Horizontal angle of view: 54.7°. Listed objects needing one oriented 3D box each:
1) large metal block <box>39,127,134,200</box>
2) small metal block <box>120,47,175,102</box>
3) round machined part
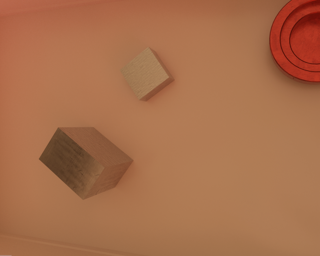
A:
[{"bbox_3d":[-0.095,0.042,0.414,0.080,0.080,0.050,38,102,16],"label":"large metal block"},{"bbox_3d":[-0.017,-0.071,0.416,0.050,0.025,0.050,-36,79,16],"label":"small metal block"},{"bbox_3d":[0.173,-0.096,0.341,0.098,0.042,0.097,0,90,19],"label":"round machined part"}]
